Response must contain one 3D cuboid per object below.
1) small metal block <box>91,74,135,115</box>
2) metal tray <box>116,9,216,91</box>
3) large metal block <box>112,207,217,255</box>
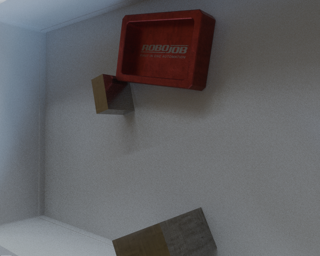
[{"bbox_3d":[-0.067,-0.047,0.443,0.025,0.050,0.050,-17,79,38],"label":"small metal block"},{"bbox_3d":[0.002,-0.099,0.399,0.130,0.030,0.089,13,98,39],"label":"metal tray"},{"bbox_3d":[0.006,0.137,0.365,0.080,0.081,0.050,-32,70,35],"label":"large metal block"}]
